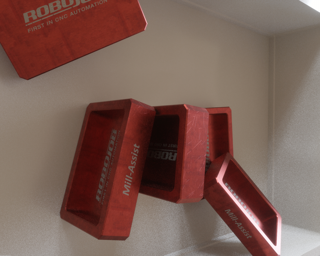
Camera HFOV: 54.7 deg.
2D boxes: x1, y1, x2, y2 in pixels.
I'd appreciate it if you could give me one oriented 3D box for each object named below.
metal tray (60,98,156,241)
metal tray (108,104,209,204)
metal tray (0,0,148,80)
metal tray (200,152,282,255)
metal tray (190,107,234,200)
[{"bbox_3d":[-0.056,0.038,0.319,0.030,0.090,0.129,20,77,-39],"label":"metal tray"},{"bbox_3d":[-0.009,0.024,0.332,0.030,0.130,0.089,8,85,-40],"label":"metal tray"},{"bbox_3d":[-0.089,-0.112,0.294,0.131,0.030,0.090,-26,109,-9],"label":"metal tray"},{"bbox_3d":[0.116,0.106,0.432,0.130,0.030,0.090,51,29,-2],"label":"metal tray"},{"bbox_3d":[0.070,0.035,0.464,0.091,0.030,0.129,-6,94,-40],"label":"metal tray"}]
